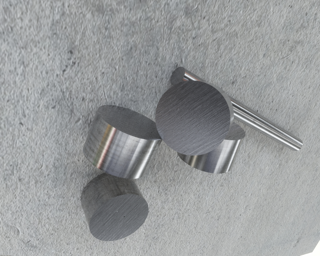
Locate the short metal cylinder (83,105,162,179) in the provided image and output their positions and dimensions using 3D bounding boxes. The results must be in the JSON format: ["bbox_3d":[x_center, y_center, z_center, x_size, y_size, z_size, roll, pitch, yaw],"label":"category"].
[{"bbox_3d":[-0.042,0.014,0.357,0.081,0.080,0.050,12,112,-34],"label":"short metal cylinder"}]

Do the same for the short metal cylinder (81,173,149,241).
[{"bbox_3d":[-0.062,0.106,0.422,0.081,0.050,0.079,-14,124,-21],"label":"short metal cylinder"}]

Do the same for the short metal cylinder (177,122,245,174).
[{"bbox_3d":[0.068,0.018,0.419,0.081,0.080,0.050,0,118,-29],"label":"short metal cylinder"}]

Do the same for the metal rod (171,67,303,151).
[{"bbox_3d":[0.133,-0.017,0.468,0.302,0.025,0.025,23,106,-37],"label":"metal rod"}]

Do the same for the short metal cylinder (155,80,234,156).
[{"bbox_3d":[0.041,-0.013,0.350,0.080,0.080,0.050,-60,169,15],"label":"short metal cylinder"}]
